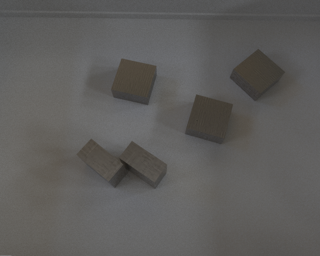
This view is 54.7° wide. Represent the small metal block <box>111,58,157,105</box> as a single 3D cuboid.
[{"bbox_3d":[-0.035,-0.065,0.433,0.050,0.025,0.050,13,70,4],"label":"small metal block"}]

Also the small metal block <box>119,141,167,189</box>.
[{"bbox_3d":[-0.019,0.046,0.379,0.050,0.050,0.025,33,74,11],"label":"small metal block"}]

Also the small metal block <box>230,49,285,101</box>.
[{"bbox_3d":[0.137,-0.075,0.438,0.050,0.025,0.050,-39,75,-13],"label":"small metal block"}]

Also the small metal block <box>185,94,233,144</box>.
[{"bbox_3d":[0.065,-0.012,0.414,0.050,0.025,0.050,16,71,5],"label":"small metal block"}]

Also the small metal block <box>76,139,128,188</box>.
[{"bbox_3d":[-0.069,0.045,0.379,0.050,0.050,0.025,37,74,12],"label":"small metal block"}]
